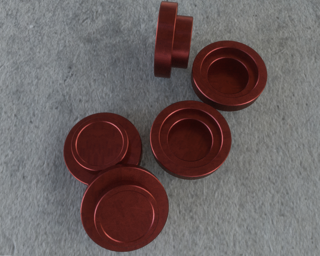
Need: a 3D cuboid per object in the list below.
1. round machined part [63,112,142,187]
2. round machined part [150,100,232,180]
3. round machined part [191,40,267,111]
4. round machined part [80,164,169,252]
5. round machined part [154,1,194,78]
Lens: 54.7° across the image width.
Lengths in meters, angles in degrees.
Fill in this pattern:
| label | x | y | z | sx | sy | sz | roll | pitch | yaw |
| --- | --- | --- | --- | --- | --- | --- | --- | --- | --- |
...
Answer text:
| label | x | y | z | sx | sy | sz | roll | pitch | yaw |
| --- | --- | --- | --- | --- | --- | --- | --- | --- | --- |
| round machined part | -0.072 | 0.025 | 0.389 | 0.099 | 0.042 | 0.098 | 0 | 70 | -1 |
| round machined part | 0.037 | 0.018 | 0.393 | 0.099 | 0.042 | 0.098 | 0 | 70 | -1 |
| round machined part | 0.091 | -0.067 | 0.425 | 0.099 | 0.042 | 0.098 | 0 | 70 | -1 |
| round machined part | -0.038 | 0.092 | 0.345 | 0.099 | 0.042 | 0.097 | -1 | 94 | -11 |
| round machined part | 0.019 | -0.115 | 0.412 | 0.042 | 0.098 | 0.098 | 6 | 70 | 2 |
